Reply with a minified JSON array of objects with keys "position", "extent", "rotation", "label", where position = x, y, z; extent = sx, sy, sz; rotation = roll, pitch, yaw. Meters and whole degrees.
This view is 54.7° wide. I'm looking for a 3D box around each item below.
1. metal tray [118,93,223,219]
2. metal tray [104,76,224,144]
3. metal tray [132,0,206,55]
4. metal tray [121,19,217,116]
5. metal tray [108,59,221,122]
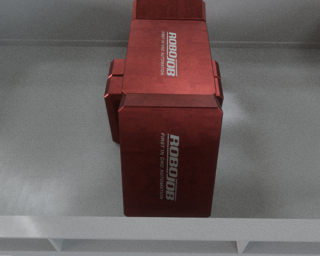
[{"position":[0.009,0.032,0.306],"extent":[0.091,0.129,0.030],"rotation":[1,28,0],"label":"metal tray"},{"position":[0.005,-0.019,0.378],"extent":[0.131,0.090,0.030],"rotation":[1,50,0],"label":"metal tray"},{"position":[0.011,-0.124,0.438],"extent":[0.091,0.130,0.030],"rotation":[1,71,0],"label":"metal tray"},{"position":[0.009,-0.072,0.343],"extent":[0.091,0.030,0.130],"rotation":[1,50,0],"label":"metal tray"},{"position":[0.005,-0.043,0.397],"extent":[0.131,0.090,0.030],"rotation":[1,50,0],"label":"metal tray"}]
